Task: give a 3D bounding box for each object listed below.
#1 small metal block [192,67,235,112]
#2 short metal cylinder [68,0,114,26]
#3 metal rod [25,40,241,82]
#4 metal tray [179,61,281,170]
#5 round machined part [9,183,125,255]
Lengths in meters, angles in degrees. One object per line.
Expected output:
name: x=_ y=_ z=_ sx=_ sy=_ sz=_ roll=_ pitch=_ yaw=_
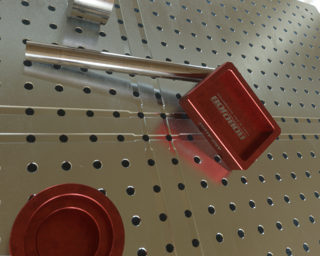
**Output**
small metal block: x=0.086 y=-0.062 z=0.494 sx=0.050 sy=0.025 sz=0.050 roll=33 pitch=51 yaw=-7
short metal cylinder: x=-0.098 y=-0.192 z=0.438 sx=0.050 sy=0.080 sz=0.080 roll=7 pitch=59 yaw=-25
metal rod: x=-0.022 y=-0.085 z=0.430 sx=0.302 sy=0.025 sz=0.025 roll=4 pitch=60 yaw=-20
metal tray: x=0.100 y=-0.016 z=0.436 sx=0.090 sy=0.030 sz=0.130 roll=-41 pitch=98 yaw=-20
round machined part: x=-0.086 y=0.105 z=0.288 sx=0.099 sy=0.042 sz=0.098 roll=14 pitch=56 yaw=-21
